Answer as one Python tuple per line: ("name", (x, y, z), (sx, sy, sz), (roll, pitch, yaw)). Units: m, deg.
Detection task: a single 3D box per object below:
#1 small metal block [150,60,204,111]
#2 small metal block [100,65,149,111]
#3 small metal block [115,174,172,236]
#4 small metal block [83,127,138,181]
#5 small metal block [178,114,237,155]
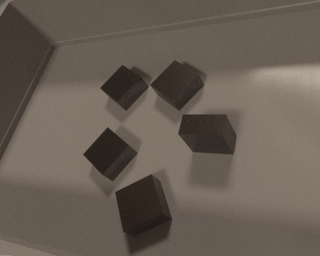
("small metal block", (0.024, -0.059, 0.429), (0.050, 0.025, 0.050), (-46, 51, -4))
("small metal block", (-0.054, -0.062, 0.470), (0.050, 0.025, 0.050), (-48, 52, -6))
("small metal block", (-0.020, 0.090, 0.360), (0.050, 0.025, 0.050), (-27, 52, 10))
("small metal block", (-0.067, 0.035, 0.418), (0.050, 0.025, 0.050), (-49, 52, -7))
("small metal block", (0.056, 0.008, 0.355), (0.050, 0.050, 0.025), (1, 63, 28))
